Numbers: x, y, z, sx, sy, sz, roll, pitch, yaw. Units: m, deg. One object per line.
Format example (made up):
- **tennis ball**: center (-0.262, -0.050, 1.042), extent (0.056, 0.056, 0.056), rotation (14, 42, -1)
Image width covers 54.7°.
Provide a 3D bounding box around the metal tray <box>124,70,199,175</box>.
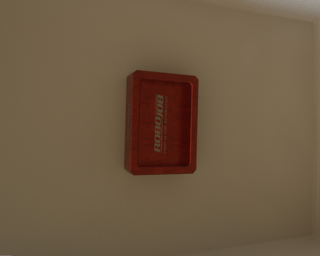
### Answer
- **metal tray**: center (0.002, -0.006, 0.406), extent (0.091, 0.030, 0.129), rotation (2, 89, -21)
